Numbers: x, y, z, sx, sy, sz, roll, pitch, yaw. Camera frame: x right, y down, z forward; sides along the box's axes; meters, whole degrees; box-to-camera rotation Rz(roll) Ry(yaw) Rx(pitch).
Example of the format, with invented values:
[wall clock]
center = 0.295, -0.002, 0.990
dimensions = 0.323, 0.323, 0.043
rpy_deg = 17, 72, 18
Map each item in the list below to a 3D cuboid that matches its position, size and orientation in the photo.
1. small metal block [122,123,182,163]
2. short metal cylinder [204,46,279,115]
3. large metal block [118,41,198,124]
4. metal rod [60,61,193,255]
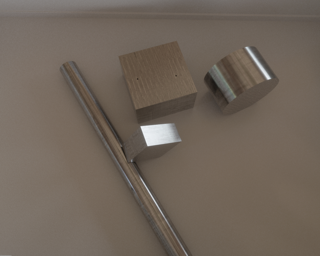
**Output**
[small metal block]
center = -0.011, 0.018, 0.380
dimensions = 0.050, 0.050, 0.025
rpy_deg = -6, 67, -37
[short metal cylinder]
center = 0.105, -0.060, 0.404
dimensions = 0.080, 0.080, 0.050
rpy_deg = -25, 72, -9
[large metal block]
center = -0.004, -0.061, 0.419
dimensions = 0.081, 0.050, 0.080
rpy_deg = -17, 71, -6
[metal rod]
center = -0.052, 0.034, 0.396
dimensions = 0.025, 0.025, 0.299
rpy_deg = -30, 73, -11
